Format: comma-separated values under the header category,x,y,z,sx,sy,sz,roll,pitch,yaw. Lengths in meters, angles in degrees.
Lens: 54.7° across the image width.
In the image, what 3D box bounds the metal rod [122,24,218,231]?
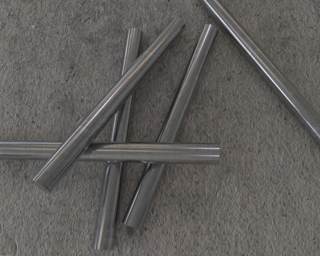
category,x,y,z,sx,sy,sz,roll,pitch,yaw
metal rod,0.021,-0.015,0.413,0.025,0.025,0.300,20,71,7

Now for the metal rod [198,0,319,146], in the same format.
category,x,y,z,sx,sy,sz,roll,pitch,yaw
metal rod,0.145,-0.094,0.443,0.025,0.025,0.299,-30,73,-10

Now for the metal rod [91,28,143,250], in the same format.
category,x,y,z,sx,sy,sz,roll,pitch,yaw
metal rod,-0.052,0.000,0.407,0.025,0.025,0.299,5,70,2

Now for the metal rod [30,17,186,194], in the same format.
category,x,y,z,sx,sy,sz,roll,pitch,yaw
metal rod,-0.048,-0.047,0.393,0.025,0.025,0.301,30,61,10

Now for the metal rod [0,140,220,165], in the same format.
category,x,y,z,sx,sy,sz,roll,pitch,yaw
metal rod,-0.082,0.028,0.373,0.301,0.025,0.025,0,70,9
